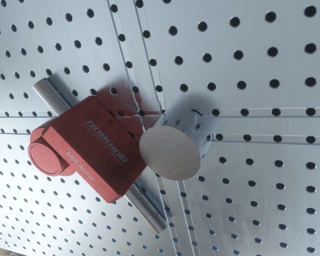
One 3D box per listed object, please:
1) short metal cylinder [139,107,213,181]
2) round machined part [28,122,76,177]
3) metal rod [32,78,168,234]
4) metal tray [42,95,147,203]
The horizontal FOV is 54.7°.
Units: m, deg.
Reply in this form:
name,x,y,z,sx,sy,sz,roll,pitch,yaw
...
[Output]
name,x,y,z,sx,sy,sz,roll,pitch,yaw
short metal cylinder,0.021,0.020,0.395,0.080,0.050,0.079,13,124,20
round machined part,-0.180,0.042,0.518,0.098,0.042,0.097,13,124,20
metal rod,-0.089,0.049,0.485,0.025,0.025,0.300,-31,102,37
metal tray,-0.082,0.027,0.427,0.130,0.090,0.030,47,129,-6
